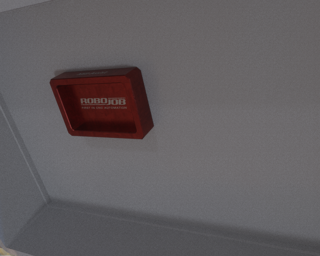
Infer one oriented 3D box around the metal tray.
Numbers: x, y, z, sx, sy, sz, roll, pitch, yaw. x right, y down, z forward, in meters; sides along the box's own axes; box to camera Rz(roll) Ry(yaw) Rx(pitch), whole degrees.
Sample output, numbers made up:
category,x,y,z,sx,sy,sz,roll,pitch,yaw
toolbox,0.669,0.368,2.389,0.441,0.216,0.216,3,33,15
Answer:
category,x,y,z,sx,sy,sz,roll,pitch,yaw
metal tray,-0.080,-0.032,0.425,0.130,0.030,0.089,2,119,27
